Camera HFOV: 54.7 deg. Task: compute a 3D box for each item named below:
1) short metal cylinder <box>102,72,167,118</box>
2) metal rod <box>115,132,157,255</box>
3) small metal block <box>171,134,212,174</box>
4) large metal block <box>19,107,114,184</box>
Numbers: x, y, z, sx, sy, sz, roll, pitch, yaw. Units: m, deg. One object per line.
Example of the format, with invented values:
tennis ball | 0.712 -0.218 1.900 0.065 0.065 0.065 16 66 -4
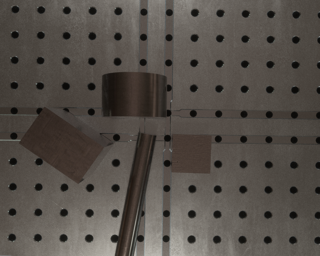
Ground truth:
short metal cylinder | -0.032 -0.038 0.385 0.081 0.080 0.050 1 90 -1
metal rod | -0.045 0.154 0.412 0.025 0.025 0.298 11 90 -1
small metal block | 0.041 0.034 0.414 0.050 0.025 0.050 2 90 -1
large metal block | -0.110 0.019 0.384 0.080 0.080 0.050 35 90 -1
